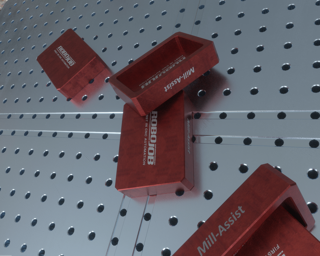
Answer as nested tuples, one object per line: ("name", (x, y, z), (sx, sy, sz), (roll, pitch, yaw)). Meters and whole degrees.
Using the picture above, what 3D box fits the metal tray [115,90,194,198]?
("metal tray", (-0.006, 0.018, 0.398), (0.090, 0.030, 0.130), (-12, 57, 22))

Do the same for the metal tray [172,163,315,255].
("metal tray", (0.069, 0.102, 0.265), (0.130, 0.090, 0.030), (-45, 41, -3))

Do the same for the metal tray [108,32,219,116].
("metal tray", (0.003, -0.079, 0.424), (0.130, 0.030, 0.090), (-37, 37, -11))

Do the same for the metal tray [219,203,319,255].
("metal tray", (0.083, 0.135, 0.268), (0.130, 0.030, 0.090), (-47, 52, 4))

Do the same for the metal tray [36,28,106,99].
("metal tray", (-0.165, -0.121, 0.568), (0.090, 0.030, 0.130), (-43, 51, -2))
